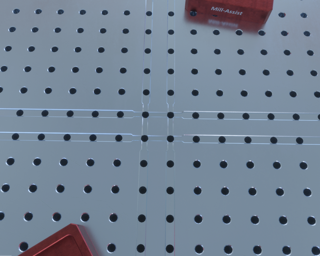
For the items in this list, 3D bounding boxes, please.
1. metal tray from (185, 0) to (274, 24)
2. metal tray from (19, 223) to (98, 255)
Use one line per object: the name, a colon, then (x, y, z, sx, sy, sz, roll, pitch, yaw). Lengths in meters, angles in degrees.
metal tray: (0.112, -0.221, 0.491, 0.131, 0.030, 0.090, 11, 70, 4)
metal tray: (-0.129, 0.179, 0.343, 0.131, 0.030, 0.090, -30, 73, -11)
